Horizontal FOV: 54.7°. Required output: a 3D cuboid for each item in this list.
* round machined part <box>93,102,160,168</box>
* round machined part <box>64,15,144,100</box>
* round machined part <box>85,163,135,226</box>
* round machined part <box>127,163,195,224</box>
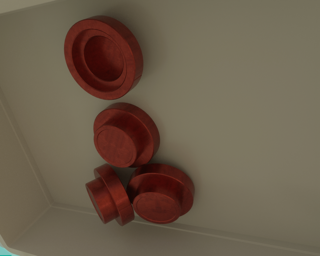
[{"bbox_3d":[-0.053,0.017,0.436,0.098,0.042,0.097,13,124,21],"label":"round machined part"},{"bbox_3d":[-0.063,-0.087,0.377,0.098,0.042,0.097,13,124,21],"label":"round machined part"},{"bbox_3d":[-0.081,0.107,0.476,0.098,0.042,0.097,49,153,36],"label":"round machined part"},{"bbox_3d":[-0.001,0.101,0.446,0.098,0.042,0.097,6,128,9],"label":"round machined part"}]
